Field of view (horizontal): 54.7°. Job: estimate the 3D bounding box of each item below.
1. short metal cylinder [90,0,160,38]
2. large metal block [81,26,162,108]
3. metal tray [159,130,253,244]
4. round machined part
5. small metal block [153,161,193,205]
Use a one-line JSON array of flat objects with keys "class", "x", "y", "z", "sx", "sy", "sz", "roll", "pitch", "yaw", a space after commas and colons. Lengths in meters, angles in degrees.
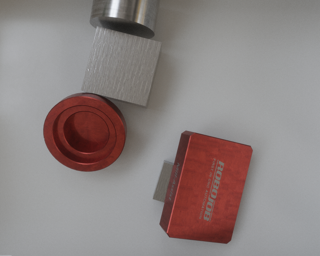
[{"class": "short metal cylinder", "x": -0.042, "y": -0.147, "z": 0.383, "sx": 0.080, "sy": 0.080, "sz": 0.050, "roll": 9, "pitch": 90, "yaw": -1}, {"class": "large metal block", "x": -0.047, "y": -0.075, "z": 0.398, "sx": 0.080, "sy": 0.050, "sz": 0.080, "roll": 14, "pitch": 90, "yaw": -1}, {"class": "metal tray", "x": 0.059, "y": 0.076, "z": 0.396, "sx": 0.091, "sy": 0.030, "sz": 0.129, "roll": 14, "pitch": 90, "yaw": -19}, {"class": "round machined part", "x": -0.091, "y": 0.002, "z": 0.392, "sx": 0.099, "sy": 0.042, "sz": 0.097, "roll": 0, "pitch": 109, "yaw": 0}, {"class": "small metal block", "x": 0.022, "y": 0.075, "z": 0.412, "sx": 0.050, "sy": 0.025, "sz": 0.050, "roll": 17, "pitch": 90, "yaw": -1}]
